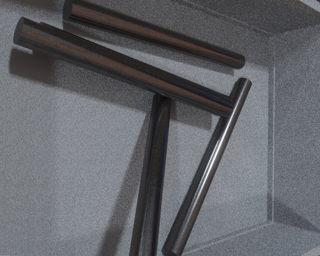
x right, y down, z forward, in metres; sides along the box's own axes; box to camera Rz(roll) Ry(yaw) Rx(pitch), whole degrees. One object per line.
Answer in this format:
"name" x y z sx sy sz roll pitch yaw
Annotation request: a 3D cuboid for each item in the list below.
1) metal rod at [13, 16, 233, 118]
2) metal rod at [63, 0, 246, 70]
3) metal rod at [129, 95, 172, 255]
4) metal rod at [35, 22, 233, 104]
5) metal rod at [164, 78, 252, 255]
"metal rod" -0.012 -0.057 0.369 0.302 0.025 0.025 15 81 -40
"metal rod" 0.018 -0.118 0.423 0.302 0.025 0.025 4 88 -40
"metal rod" -0.011 0.075 0.318 0.025 0.025 0.300 40 40 -33
"metal rod" -0.007 -0.066 0.402 0.302 0.025 0.025 13 82 -39
"metal rod" 0.081 0.046 0.477 0.025 0.025 0.300 42 65 -33
